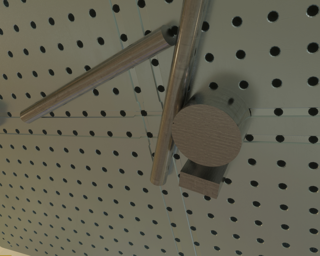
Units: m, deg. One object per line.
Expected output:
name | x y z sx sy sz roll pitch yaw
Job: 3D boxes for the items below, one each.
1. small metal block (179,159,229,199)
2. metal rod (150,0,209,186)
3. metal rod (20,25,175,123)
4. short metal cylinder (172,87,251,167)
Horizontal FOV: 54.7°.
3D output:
small metal block | 0.058 0.059 0.401 0.050 0.050 0.025 16 125 19
metal rod | 0.020 -0.043 0.374 0.025 0.025 0.298 22 127 15
metal rod | -0.106 -0.061 0.429 0.300 0.025 0.025 -20 108 35
short metal cylinder | 0.060 -0.002 0.362 0.080 0.050 0.079 13 124 21
